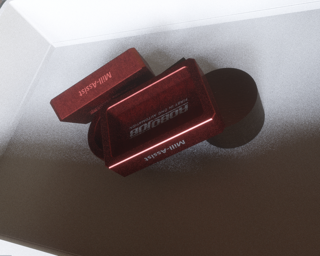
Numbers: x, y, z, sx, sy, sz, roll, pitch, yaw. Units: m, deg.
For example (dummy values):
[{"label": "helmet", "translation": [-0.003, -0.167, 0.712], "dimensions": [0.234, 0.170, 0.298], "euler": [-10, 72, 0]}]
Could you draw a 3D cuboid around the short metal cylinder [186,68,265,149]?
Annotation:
[{"label": "short metal cylinder", "translation": [0.076, -0.023, 0.360], "dimensions": [0.080, 0.050, 0.080], "euler": [-13, 56, 20]}]

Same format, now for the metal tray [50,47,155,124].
[{"label": "metal tray", "translation": [-0.073, -0.053, 0.429], "dimensions": [0.130, 0.090, 0.030], "euler": [-32, 84, 7]}]

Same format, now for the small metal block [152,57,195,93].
[{"label": "small metal block", "translation": [0.025, -0.056, 0.407], "dimensions": [0.050, 0.050, 0.025], "euler": [-36, 51, 2]}]

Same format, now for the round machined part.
[{"label": "round machined part", "translation": [-0.043, 0.006, 0.412], "dimensions": [0.098, 0.042, 0.098], "euler": [-13, 56, 20]}]

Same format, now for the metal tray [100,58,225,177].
[{"label": "metal tray", "translation": [-0.004, -0.011, 0.347], "dimensions": [0.130, 0.030, 0.090], "euler": [-26, 52, 17]}]
